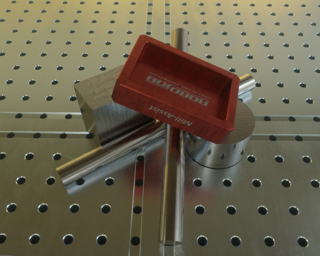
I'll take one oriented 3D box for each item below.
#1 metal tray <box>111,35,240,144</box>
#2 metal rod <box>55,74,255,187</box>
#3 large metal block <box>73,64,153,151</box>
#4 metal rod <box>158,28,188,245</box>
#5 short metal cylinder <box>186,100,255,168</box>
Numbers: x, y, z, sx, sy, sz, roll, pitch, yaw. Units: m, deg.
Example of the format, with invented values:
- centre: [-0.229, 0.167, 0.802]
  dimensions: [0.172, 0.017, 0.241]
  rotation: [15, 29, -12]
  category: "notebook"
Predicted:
- centre: [0.022, -0.046, 0.351]
  dimensions: [0.131, 0.030, 0.090]
  rotation: [22, 51, -6]
  category: "metal tray"
- centre: [0.010, -0.006, 0.413]
  dimensions: [0.302, 0.025, 0.025]
  rotation: [-27, 55, -21]
  category: "metal rod"
- centre: [-0.054, -0.026, 0.392]
  dimensions: [0.081, 0.080, 0.050]
  rotation: [-27, 56, -21]
  category: "large metal block"
- centre: [0.020, -0.012, 0.389]
  dimensions: [0.025, 0.025, 0.299]
  rotation: [3, 59, 2]
  category: "metal rod"
- centre: [0.073, 0.003, 0.388]
  dimensions: [0.081, 0.050, 0.080]
  rotation: [0, 50, 0]
  category: "short metal cylinder"
